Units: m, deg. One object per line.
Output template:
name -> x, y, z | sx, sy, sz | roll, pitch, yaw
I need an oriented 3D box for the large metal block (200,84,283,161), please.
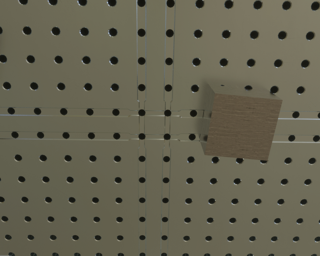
large metal block -> 0.100, -0.008, 0.399 | 0.081, 0.050, 0.079 | 5, 110, -3
